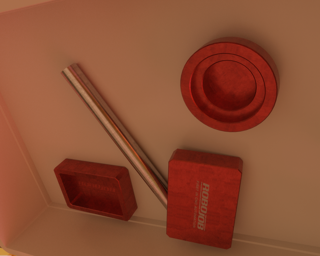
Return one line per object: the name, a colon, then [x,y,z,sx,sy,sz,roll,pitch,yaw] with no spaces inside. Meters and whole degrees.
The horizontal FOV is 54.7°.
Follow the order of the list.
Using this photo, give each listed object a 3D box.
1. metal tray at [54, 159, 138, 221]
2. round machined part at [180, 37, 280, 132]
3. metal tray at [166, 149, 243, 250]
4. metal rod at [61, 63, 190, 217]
metal tray: [-0.109,0.103,0.524,0.130,0.030,0.089,4,121,25]
round machined part: [0.075,-0.048,0.328,0.098,0.042,0.097,13,124,20]
metal tray: [0.057,0.096,0.416,0.090,0.030,0.129,7,116,13]
metal rod: [-0.038,0.037,0.449,0.025,0.025,0.299,-28,104,37]
